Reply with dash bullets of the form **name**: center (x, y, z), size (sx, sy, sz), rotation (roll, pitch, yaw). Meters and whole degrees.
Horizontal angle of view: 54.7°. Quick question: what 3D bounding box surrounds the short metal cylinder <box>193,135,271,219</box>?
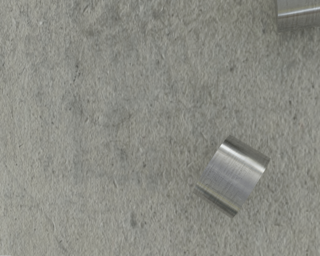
- **short metal cylinder**: center (0.081, 0.054, 0.351), size (0.050, 0.080, 0.080), rotation (33, 100, 17)

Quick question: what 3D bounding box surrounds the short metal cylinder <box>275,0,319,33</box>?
- **short metal cylinder**: center (0.149, -0.146, 0.327), size (0.050, 0.080, 0.079), rotation (-4, 89, 20)
